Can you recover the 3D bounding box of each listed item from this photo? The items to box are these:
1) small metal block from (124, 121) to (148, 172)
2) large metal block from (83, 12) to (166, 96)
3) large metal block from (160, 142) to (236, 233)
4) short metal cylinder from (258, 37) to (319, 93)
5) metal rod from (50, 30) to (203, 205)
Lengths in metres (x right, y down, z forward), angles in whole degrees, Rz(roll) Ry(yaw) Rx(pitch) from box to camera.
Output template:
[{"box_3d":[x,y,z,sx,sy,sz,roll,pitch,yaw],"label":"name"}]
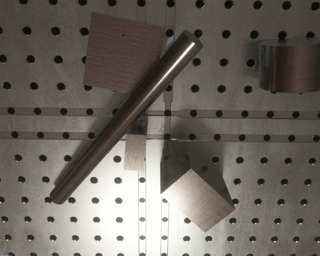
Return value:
[{"box_3d":[-0.031,0.023,0.408,0.025,0.050,0.050,5,110,-3],"label":"small metal block"},{"box_3d":[-0.041,-0.087,0.367,0.081,0.050,0.079,11,110,-5],"label":"large metal block"},{"box_3d":[0.046,0.076,0.413,0.050,0.080,0.080,-43,105,14],"label":"large metal block"},{"box_3d":[0.156,-0.075,0.359,0.080,0.080,0.050,-5,110,1],"label":"short metal cylinder"},{"box_3d":[-0.057,0.006,0.377,0.025,0.025,0.299,37,120,-13],"label":"metal rod"}]
